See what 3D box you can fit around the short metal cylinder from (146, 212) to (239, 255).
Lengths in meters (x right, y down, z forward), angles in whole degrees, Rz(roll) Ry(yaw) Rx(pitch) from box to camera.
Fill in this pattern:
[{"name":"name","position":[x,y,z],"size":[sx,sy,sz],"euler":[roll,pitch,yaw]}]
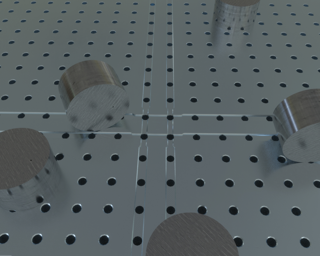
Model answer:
[{"name":"short metal cylinder","position":[0.028,0.126,0.285],"size":[0.081,0.050,0.080],"euler":[0,50,0]}]

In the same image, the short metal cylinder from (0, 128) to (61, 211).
[{"name":"short metal cylinder","position":[-0.160,0.046,0.351],"size":[0.081,0.050,0.080],"euler":[0,50,0]}]

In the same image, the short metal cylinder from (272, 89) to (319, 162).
[{"name":"short metal cylinder","position":[0.183,-0.001,0.374],"size":[0.081,0.080,0.050],"euler":[0,50,-1]}]

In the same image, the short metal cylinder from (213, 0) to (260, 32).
[{"name":"short metal cylinder","position":[0.143,-0.226,0.582],"size":[0.081,0.050,0.080],"euler":[0,50,0]}]

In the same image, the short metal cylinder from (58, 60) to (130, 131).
[{"name":"short metal cylinder","position":[-0.087,-0.041,0.406],"size":[0.081,0.080,0.050],"euler":[-19,53,-15]}]
